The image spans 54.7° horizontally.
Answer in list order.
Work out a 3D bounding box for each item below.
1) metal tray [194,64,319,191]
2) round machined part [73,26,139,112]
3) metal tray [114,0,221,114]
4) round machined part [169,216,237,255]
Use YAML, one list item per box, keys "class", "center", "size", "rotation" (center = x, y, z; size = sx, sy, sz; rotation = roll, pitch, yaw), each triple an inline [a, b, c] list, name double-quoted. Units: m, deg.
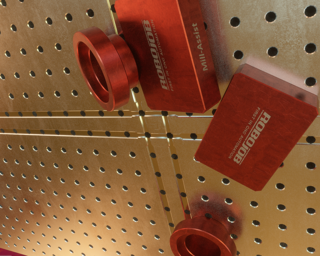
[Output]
- class: "metal tray"
  center: [0.104, 0.004, 0.355]
  size: [0.090, 0.030, 0.129]
  rotation: [28, 128, 10]
- class: "round machined part"
  center: [-0.061, -0.072, 0.367]
  size: [0.098, 0.042, 0.097]
  rotation: [46, 153, 33]
- class: "metal tray"
  center: [0.008, -0.082, 0.333]
  size: [0.090, 0.030, 0.129]
  rotation: [7, 123, 47]
- class: "round machined part"
  center: [0.068, 0.174, 0.471]
  size: [0.098, 0.042, 0.097]
  rotation: [13, 124, 20]
